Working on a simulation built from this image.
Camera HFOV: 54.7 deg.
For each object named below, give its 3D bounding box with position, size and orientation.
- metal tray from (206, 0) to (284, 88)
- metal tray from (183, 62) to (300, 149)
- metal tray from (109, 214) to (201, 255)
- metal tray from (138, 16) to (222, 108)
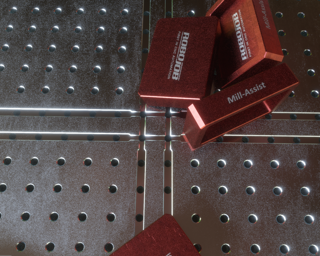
[{"bbox_3d":[0.109,-0.128,0.423,0.030,0.090,0.129,4,67,-28],"label":"metal tray"},{"bbox_3d":[0.096,-0.024,0.387,0.131,0.090,0.030,-24,72,-9],"label":"metal tray"},{"bbox_3d":[-0.016,0.171,0.347,0.131,0.030,0.090,-34,74,-12],"label":"metal tray"},{"bbox_3d":[0.030,-0.092,0.429,0.090,0.030,0.130,5,69,20],"label":"metal tray"}]
